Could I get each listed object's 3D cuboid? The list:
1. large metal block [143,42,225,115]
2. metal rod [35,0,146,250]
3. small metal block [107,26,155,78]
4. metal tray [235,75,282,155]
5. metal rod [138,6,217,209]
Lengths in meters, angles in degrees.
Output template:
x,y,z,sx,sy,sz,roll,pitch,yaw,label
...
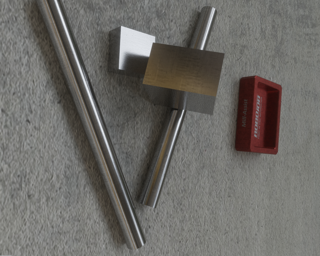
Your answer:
x,y,z,sx,sy,sz,roll,pitch,yaw,label
0.030,-0.056,0.375,0.080,0.080,0.050,61,41,-76,large metal block
-0.071,0.004,0.346,0.025,0.025,0.298,-28,108,-37,metal rod
-0.034,-0.090,0.377,0.050,0.025,0.050,4,87,-40,small metal block
0.178,-0.020,0.553,0.091,0.030,0.129,9,84,-40,metal tray
0.029,-0.039,0.431,0.025,0.025,0.299,30,71,-37,metal rod
